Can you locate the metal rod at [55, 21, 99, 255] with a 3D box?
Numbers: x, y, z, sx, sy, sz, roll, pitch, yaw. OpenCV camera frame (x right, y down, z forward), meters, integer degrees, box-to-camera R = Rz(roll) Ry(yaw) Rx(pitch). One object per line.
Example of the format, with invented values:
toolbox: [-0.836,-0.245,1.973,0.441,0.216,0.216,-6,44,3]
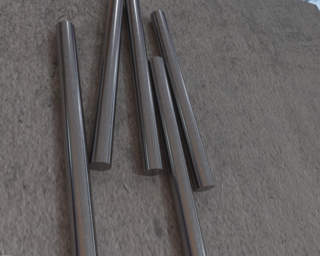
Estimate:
metal rod: [-0.099,-0.003,0.353,0.025,0.025,0.299,2,61,-28]

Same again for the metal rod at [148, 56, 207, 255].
metal rod: [0.018,0.033,0.394,0.025,0.025,0.299,4,60,-27]

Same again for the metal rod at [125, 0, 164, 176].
metal rod: [-0.027,-0.078,0.438,0.025,0.025,0.299,6,59,-26]

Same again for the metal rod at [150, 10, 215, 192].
metal rod: [0.027,-0.056,0.453,0.025,0.025,0.299,1,61,-28]

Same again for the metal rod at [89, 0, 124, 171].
metal rod: [-0.068,-0.086,0.420,0.025,0.025,0.299,13,56,-22]
